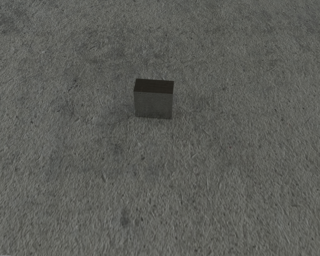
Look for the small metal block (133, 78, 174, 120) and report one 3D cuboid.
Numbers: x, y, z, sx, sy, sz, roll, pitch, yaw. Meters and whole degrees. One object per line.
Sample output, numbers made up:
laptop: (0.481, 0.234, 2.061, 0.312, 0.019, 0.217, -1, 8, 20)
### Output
small metal block: (-0.008, -0.039, 0.420, 0.050, 0.050, 0.025, 4, 50, 3)
